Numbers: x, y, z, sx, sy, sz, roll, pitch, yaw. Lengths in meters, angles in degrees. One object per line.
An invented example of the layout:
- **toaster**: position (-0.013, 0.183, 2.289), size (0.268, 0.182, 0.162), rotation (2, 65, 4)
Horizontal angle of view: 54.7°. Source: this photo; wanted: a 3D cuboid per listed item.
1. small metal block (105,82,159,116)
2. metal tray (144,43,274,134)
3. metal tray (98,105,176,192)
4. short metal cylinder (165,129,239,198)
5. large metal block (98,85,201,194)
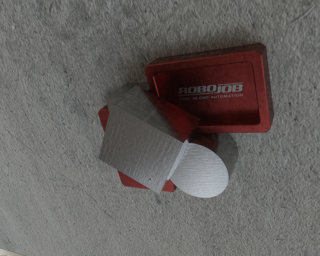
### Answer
- **small metal block**: position (-0.031, -0.037, 0.386), size (0.050, 0.050, 0.025), rotation (1, 119, 28)
- **metal tray**: position (0.055, -0.040, 0.351), size (0.130, 0.030, 0.089), rotation (-2, 118, 29)
- **metal tray**: position (-0.025, 0.026, 0.436), size (0.090, 0.030, 0.129), rotation (1, 119, 28)
- **short metal cylinder**: position (0.053, 0.040, 0.389), size (0.080, 0.050, 0.079), rotation (14, 124, 21)
- **large metal block**: position (-0.014, 0.013, 0.341), size (0.080, 0.050, 0.079), rotation (29, 128, 10)
